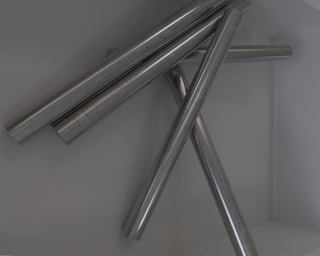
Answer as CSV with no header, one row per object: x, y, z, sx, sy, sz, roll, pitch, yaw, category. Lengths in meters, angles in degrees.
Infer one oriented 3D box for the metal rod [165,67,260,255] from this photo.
0.067,0.054,0.383,0.025,0.025,0.299,-7,70,-40,metal rod

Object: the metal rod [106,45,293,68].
0.074,-0.101,0.431,0.303,0.025,0.025,-9,96,-28,metal rod

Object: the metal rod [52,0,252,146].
0.007,-0.082,0.365,0.301,0.025,0.025,-40,115,-22,metal rod

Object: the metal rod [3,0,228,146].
-0.030,-0.082,0.344,0.301,0.025,0.025,-40,115,-21,metal rod

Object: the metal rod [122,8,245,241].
0.028,-0.004,0.378,0.025,0.025,0.299,25,90,-37,metal rod
